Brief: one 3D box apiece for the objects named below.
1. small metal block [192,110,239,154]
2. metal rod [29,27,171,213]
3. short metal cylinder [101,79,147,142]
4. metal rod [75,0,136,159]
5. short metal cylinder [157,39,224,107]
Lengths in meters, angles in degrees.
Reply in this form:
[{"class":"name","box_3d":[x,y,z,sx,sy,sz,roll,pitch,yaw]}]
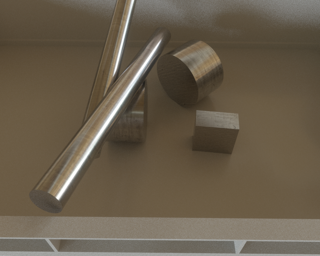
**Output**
[{"class":"small metal block","box_3d":[0.068,0.006,0.385,0.050,0.050,0.025,5,50,3]},{"class":"metal rod","box_3d":[-0.038,-0.040,0.326,0.025,0.025,0.301,13,41,10]},{"class":"short metal cylinder","box_3d":[-0.043,-0.022,0.388,0.050,0.080,0.080,1,50,1]},{"class":"metal rod","box_3d":[-0.053,-0.105,0.373,0.025,0.025,0.299,6,61,4]},{"class":"short metal cylinder","box_3d":[0.041,-0.076,0.434,0.050,0.080,0.080,-35,59,-26]}]
